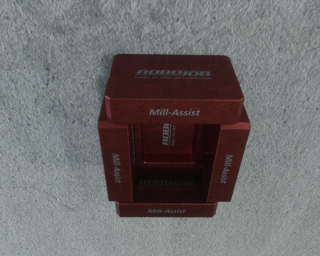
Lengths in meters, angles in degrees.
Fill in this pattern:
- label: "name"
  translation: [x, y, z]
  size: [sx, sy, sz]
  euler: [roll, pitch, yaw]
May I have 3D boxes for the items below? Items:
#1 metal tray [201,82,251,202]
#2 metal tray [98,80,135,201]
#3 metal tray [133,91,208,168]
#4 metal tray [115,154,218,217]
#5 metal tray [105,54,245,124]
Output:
- label: "metal tray"
  translation: [0.074, 0.018, 0.381]
  size: [0.030, 0.090, 0.129]
  euler: [1, 130, -1]
- label: "metal tray"
  translation: [-0.048, 0.016, 0.379]
  size: [0.030, 0.090, 0.129]
  euler: [1, 130, -1]
- label: "metal tray"
  translation: [0.012, -0.003, 0.403]
  size: [0.091, 0.030, 0.129]
  euler: [0, 130, -1]
- label: "metal tray"
  translation: [0.008, 0.078, 0.432]
  size: [0.131, 0.090, 0.030]
  euler: [1, 130, -1]
- label: "metal tray"
  translation: [0.014, -0.044, 0.328]
  size: [0.131, 0.090, 0.030]
  euler: [1, 130, -1]
